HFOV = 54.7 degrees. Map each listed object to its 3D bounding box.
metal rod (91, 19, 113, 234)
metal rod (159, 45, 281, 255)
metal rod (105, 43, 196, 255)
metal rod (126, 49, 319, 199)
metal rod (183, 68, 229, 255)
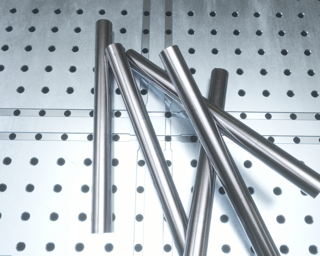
[{"bbox_3d":[-0.077,-0.016,0.416,0.025,0.025,0.299,-3,70,-1],"label":"metal rod"},{"bbox_3d":[0.074,0.043,0.359,0.025,0.025,0.299,-25,87,-9],"label":"metal rod"},{"bbox_3d":[-0.012,0.024,0.393,0.025,0.025,0.299,-19,75,-7],"label":"metal rod"},{"bbox_3d":[0.061,-0.020,0.385,0.300,0.025,0.025,38,74,26],"label":"metal rod"},{"bbox_3d":[0.056,0.054,0.375,0.025,0.025,0.300,11,64,3],"label":"metal rod"}]
